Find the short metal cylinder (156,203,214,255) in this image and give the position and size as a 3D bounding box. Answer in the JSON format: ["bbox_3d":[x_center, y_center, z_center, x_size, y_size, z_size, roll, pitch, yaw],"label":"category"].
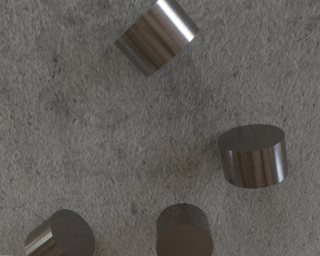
[{"bbox_3d":[0.035,0.159,0.456,0.081,0.050,0.079,0,110,-1],"label":"short metal cylinder"}]

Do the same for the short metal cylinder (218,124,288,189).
[{"bbox_3d":[0.118,0.034,0.395,0.080,0.080,0.050,-12,110,4],"label":"short metal cylinder"}]

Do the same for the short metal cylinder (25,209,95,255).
[{"bbox_3d":[-0.140,0.164,0.439,0.050,0.080,0.080,-39,106,13],"label":"short metal cylinder"}]

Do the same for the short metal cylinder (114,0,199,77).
[{"bbox_3d":[-0.004,-0.102,0.343,0.080,0.080,0.050,-40,106,13],"label":"short metal cylinder"}]
